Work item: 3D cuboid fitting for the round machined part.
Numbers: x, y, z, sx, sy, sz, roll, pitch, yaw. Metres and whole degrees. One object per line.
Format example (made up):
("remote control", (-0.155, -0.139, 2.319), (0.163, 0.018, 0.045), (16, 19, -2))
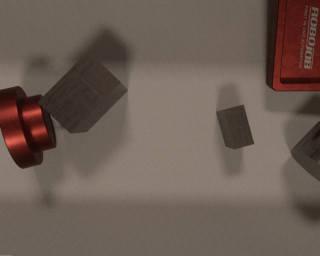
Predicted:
("round machined part", (-0.156, -0.003, 0.374), (0.042, 0.098, 0.097), (-15, 90, -12))

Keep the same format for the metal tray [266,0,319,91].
("metal tray", (0.188, -0.113, 0.390), (0.091, 0.030, 0.129), (0, 106, 5))

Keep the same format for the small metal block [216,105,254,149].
("small metal block", (0.096, -0.001, 0.400), (0.025, 0.050, 0.050), (-15, 90, 0))

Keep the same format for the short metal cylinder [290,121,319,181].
("short metal cylinder", (0.214, 0.037, 0.387), (0.080, 0.080, 0.050), (43, 90, -1))

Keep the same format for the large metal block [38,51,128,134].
("large metal block", (-0.090, -0.040, 0.383), (0.050, 0.080, 0.080), (44, 90, -1))
